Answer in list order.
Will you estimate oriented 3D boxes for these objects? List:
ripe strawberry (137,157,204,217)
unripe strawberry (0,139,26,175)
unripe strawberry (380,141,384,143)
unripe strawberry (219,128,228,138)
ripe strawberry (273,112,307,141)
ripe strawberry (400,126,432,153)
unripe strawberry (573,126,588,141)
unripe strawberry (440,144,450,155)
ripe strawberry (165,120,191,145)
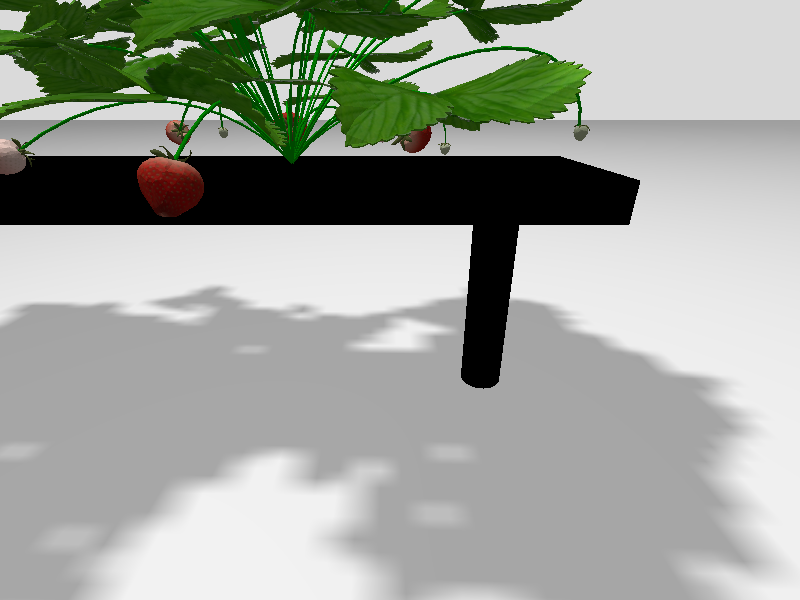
[{"bbox_3d":[-0.097,-0.047,0.169,0.025,0.025,0.021,1,-16,2],"label":"ripe strawberry"},{"bbox_3d":[-0.264,-0.094,0.265,0.025,0.022,0.025,-25,31,-11],"label":"unripe strawberry"},{"bbox_3d":[-0.019,-0.233,0.525,0.042,0.048,0.046,8,26,16],"label":"unripe strawberry"},{"bbox_3d":[-0.212,-0.200,0.481,0.011,0.011,0.011,-17,31,-32],"label":"unripe strawberry"},{"bbox_3d":[-0.133,-0.209,0.488,0.041,0.036,0.037,-6,20,-12],"label":"ripe strawberry"},{"bbox_3d":[0.017,-0.165,0.399,0.033,0.035,0.031,-17,30,-34],"label":"ripe strawberry"},{"bbox_3d":[0.145,-0.134,0.322,0.011,0.011,0.011,0,26,0],"label":"unripe strawberry"},{"bbox_3d":[0.044,-0.148,0.393,0.010,0.010,0.011,-12,28,-24],"label":"unripe strawberry"},{"bbox_3d":[-0.279,-0.209,0.502,0.027,0.029,0.029,-23,20,-39],"label":"ripe strawberry"}]
